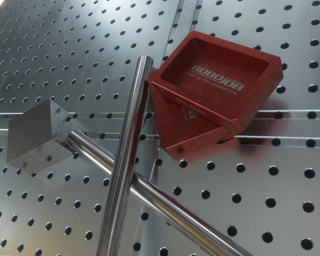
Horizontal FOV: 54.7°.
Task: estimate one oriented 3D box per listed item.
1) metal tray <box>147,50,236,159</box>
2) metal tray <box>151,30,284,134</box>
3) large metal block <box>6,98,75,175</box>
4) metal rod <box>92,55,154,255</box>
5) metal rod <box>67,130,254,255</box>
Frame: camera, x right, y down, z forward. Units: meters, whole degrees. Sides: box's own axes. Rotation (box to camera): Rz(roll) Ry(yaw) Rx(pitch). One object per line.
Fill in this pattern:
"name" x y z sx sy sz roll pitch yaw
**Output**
"metal tray" 0.038 -0.035 0.405 0.090 0.030 0.130 -22 54 14
"metal tray" 0.064 -0.060 0.368 0.130 0.030 0.090 32 78 37
"large metal block" -0.184 0.014 0.477 0.080 0.050 0.080 -26 53 11
"metal rod" -0.039 0.015 0.392 0.025 0.025 0.300 -10 49 22
"metal rod" -0.023 0.072 0.374 0.300 0.025 0.025 29 78 37
